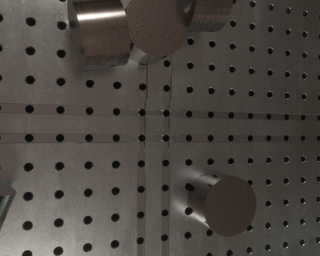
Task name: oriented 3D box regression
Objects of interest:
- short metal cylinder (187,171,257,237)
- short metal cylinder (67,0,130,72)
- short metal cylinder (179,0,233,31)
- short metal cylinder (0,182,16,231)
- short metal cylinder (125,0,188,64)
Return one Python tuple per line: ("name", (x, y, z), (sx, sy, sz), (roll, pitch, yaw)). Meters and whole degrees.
("short metal cylinder", (0.086, 0.104, 0.433), (0.081, 0.050, 0.079), (0, 90, -20))
("short metal cylinder", (-0.072, -0.109, 0.357), (0.050, 0.080, 0.080), (-14, 95, -20))
("short metal cylinder", (0.051, -0.167, 0.403), (0.050, 0.080, 0.079), (-6, 93, -20))
("short metal cylinder", (-0.196, 0.078, 0.311), (0.080, 0.080, 0.050), (22, 83, -19))
("short metal cylinder", (-0.012, -0.126, 0.396), (0.081, 0.050, 0.079), (0, 90, -21))
